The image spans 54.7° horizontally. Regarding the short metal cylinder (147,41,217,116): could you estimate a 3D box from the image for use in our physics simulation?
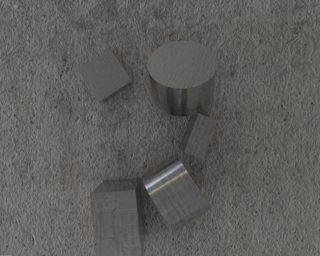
[{"bbox_3d":[0.027,-0.061,0.379,0.080,0.050,0.080,-2,55,3],"label":"short metal cylinder"}]

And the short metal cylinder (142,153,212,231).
[{"bbox_3d":[0.020,0.078,0.383,0.050,0.080,0.080,-33,90,0],"label":"short metal cylinder"}]

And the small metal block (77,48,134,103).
[{"bbox_3d":[-0.071,-0.068,0.409,0.050,0.025,0.050,-33,90,0],"label":"small metal block"}]

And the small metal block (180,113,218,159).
[{"bbox_3d":[0.048,0.009,0.397,0.025,0.050,0.050,20,90,-4],"label":"small metal block"}]

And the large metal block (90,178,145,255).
[{"bbox_3d":[-0.049,0.110,0.382,0.050,0.080,0.080,-5,90,0],"label":"large metal block"}]
